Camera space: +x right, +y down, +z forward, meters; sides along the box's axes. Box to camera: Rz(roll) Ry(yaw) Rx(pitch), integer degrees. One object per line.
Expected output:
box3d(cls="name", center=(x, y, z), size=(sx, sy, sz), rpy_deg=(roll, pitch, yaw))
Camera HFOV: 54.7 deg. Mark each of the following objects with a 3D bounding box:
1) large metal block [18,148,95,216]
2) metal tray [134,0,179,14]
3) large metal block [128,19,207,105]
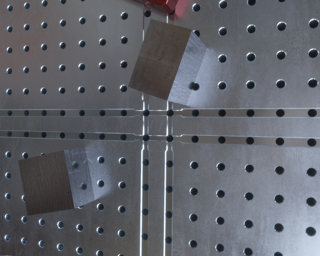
box3d(cls="large metal block", center=(-0.150, 0.077, 0.452), size=(0.080, 0.050, 0.080), rpy_deg=(-13, 86, 19))
box3d(cls="metal tray", center=(-0.024, -0.222, 0.418), size=(0.130, 0.030, 0.090), rpy_deg=(28, 99, 17))
box3d(cls="large metal block", center=(0.013, -0.076, 0.379), size=(0.050, 0.080, 0.080), rpy_deg=(22, 97, 19))
